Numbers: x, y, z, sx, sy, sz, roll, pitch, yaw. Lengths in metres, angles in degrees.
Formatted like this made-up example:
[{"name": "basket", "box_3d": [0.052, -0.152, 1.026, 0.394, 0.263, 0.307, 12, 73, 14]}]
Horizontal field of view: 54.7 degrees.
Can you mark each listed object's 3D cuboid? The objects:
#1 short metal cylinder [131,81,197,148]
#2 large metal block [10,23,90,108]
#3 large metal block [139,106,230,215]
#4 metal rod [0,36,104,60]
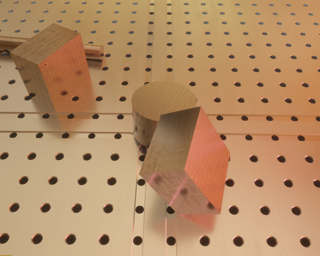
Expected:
[{"name": "short metal cylinder", "box_3d": [0.004, -0.017, 0.400, 0.081, 0.050, 0.080, 1, 44, -1]}, {"name": "large metal block", "box_3d": [-0.153, -0.090, 0.446, 0.050, 0.080, 0.080, 25, 54, 19]}, {"name": "large metal block", "box_3d": [0.031, 0.037, 0.332, 0.050, 0.080, 0.080, -11, 43, 33]}, {"name": "metal rod", "box_3d": [-0.245, -0.141, 0.523, 0.302, 0.025, 0.025, 6, 50, 5]}]
